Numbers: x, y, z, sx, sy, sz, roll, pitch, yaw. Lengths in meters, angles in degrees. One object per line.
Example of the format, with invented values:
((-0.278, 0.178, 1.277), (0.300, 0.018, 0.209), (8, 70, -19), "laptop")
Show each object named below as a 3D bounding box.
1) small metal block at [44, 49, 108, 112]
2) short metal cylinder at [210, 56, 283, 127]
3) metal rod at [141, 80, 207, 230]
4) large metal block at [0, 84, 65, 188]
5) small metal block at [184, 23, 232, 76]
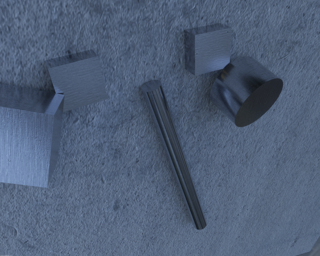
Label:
((-0.088, -0.050, 0.329), (0.050, 0.025, 0.050), (-19, 126, -18), "small metal block")
((0.114, -0.047, 0.410), (0.081, 0.050, 0.080), (-28, 147, -19), "short metal cylinder")
((0.030, 0.060, 0.462), (0.025, 0.025, 0.299), (-29, 129, -11), "metal rod")
((-0.143, 0.006, 0.301), (0.081, 0.050, 0.079), (10, 115, -11), "large metal block")
((0.059, -0.097, 0.381), (0.050, 0.025, 0.050), (-17, 126, -19), "small metal block")
